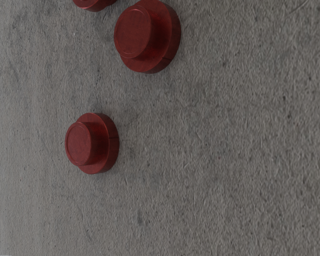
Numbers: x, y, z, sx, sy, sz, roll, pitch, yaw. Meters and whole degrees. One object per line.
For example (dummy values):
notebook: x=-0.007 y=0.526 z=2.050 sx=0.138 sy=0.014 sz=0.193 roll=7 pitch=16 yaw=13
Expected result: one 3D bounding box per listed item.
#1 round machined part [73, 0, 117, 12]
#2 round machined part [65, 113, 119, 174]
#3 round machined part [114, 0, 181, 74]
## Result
round machined part: x=-0.091 y=-0.225 z=0.469 sx=0.098 sy=0.042 sz=0.097 roll=0 pitch=90 yaw=40
round machined part: x=-0.113 y=0.024 z=0.487 sx=0.098 sy=0.042 sz=0.097 roll=0 pitch=90 yaw=40
round machined part: x=-0.024 y=-0.124 z=0.414 sx=0.098 sy=0.042 sz=0.097 roll=0 pitch=90 yaw=40
